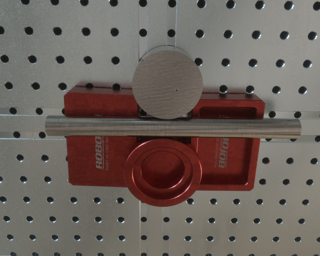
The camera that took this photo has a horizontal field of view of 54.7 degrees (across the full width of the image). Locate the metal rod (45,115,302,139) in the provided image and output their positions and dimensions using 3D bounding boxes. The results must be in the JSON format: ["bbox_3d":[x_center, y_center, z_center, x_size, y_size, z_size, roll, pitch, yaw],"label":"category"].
[{"bbox_3d":[0.017,-0.001,0.377,0.302,0.025,0.025,1,110,-1],"label":"metal rod"}]

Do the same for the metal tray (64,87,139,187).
[{"bbox_3d":[-0.074,0.014,0.410,0.091,0.030,0.129,2,110,-1],"label":"metal tray"}]

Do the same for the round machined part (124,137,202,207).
[{"bbox_3d":[0.004,0.051,0.409,0.099,0.042,0.097,0,110,0],"label":"round machined part"}]

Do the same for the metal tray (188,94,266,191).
[{"bbox_3d":[0.084,0.021,0.415,0.091,0.030,0.129,1,110,-1],"label":"metal tray"}]

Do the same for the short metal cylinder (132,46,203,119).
[{"bbox_3d":[0.009,-0.056,0.375,0.081,0.050,0.079,0,110,0],"label":"short metal cylinder"}]
